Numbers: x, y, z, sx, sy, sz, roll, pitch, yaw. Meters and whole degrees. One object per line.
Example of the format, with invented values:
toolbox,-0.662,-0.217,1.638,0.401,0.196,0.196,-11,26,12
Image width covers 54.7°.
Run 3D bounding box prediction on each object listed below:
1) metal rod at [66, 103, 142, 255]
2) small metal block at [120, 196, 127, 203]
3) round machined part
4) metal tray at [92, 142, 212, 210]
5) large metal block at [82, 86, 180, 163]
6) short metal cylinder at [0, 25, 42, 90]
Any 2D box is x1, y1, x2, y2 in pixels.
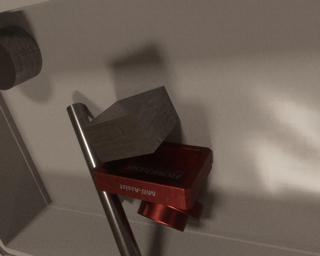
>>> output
metal rod,-0.067,0.102,0.424,0.025,0.025,0.299,-34,74,38
small metal block,-0.071,0.087,0.498,0.050,0.025,0.050,30,128,8
round machined part,0.008,0.111,0.430,0.098,0.042,0.098,20,163,7
metal tray,-0.008,0.053,0.401,0.130,0.090,0.030,7,120,24
large metal block,-0.034,-0.005,0.386,0.080,0.080,0.050,-14,111,33
short metal cylinder,-0.219,-0.101,0.443,0.080,0.050,0.079,13,124,20
